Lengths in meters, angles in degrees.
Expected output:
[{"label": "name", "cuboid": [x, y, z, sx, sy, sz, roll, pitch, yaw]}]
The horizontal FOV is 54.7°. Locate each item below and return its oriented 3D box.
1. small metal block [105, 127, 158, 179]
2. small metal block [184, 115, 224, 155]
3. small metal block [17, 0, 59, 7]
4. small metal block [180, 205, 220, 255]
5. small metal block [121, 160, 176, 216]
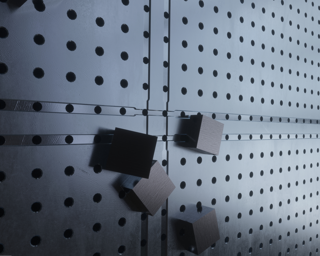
[{"label": "small metal block", "cuboid": [-0.033, 0.030, 0.367, 0.050, 0.025, 0.050, 13, 80, -3]}, {"label": "small metal block", "cuboid": [0.068, 0.011, 0.468, 0.050, 0.025, 0.050, 20, 77, -39]}, {"label": "small metal block", "cuboid": [-0.122, -0.154, 0.308, 0.050, 0.025, 0.050, -31, 109, -36]}, {"label": "small metal block", "cuboid": [0.061, 0.152, 0.463, 0.050, 0.025, 0.050, -19, 102, -39]}, {"label": "small metal block", "cuboid": [-0.014, 0.076, 0.400, 0.050, 0.025, 0.050, -47, 119, -30]}]
